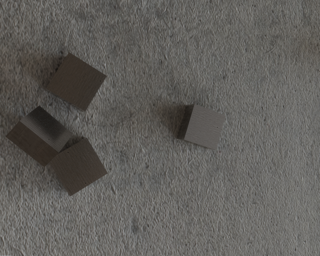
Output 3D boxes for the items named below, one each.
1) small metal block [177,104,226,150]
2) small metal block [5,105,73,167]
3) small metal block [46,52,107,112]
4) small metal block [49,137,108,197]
[{"bbox_3d":[0.057,-0.001,0.430,0.050,0.025,0.050,19,84,-19],"label":"small metal block"},{"bbox_3d":[-0.131,0.008,0.344,0.050,0.050,0.025,43,107,-14],"label":"small metal block"},{"bbox_3d":[-0.100,-0.054,0.372,0.050,0.025,0.050,32,80,-17],"label":"small metal block"},{"bbox_3d":[-0.099,0.045,0.372,0.050,0.025,0.050,-31,101,-17],"label":"small metal block"}]
